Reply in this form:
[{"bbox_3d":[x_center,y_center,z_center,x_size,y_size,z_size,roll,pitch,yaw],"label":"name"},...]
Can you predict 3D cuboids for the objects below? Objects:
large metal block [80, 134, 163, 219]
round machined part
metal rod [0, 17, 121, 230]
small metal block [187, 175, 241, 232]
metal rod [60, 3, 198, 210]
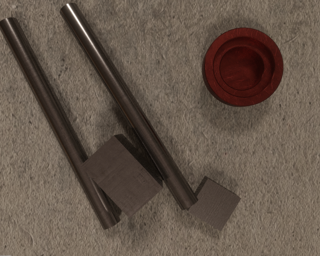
[{"bbox_3d":[-0.042,0.054,0.382,0.050,0.080,0.080,-43,90,0],"label":"large metal block"},{"bbox_3d":[0.104,-0.076,0.403,0.099,0.042,0.097,0,90,-1],"label":"round machined part"},{"bbox_3d":[-0.132,-0.005,0.408,0.025,0.025,0.299,-27,90,0],"label":"metal rod"},{"bbox_3d":[0.070,0.099,0.411,0.050,0.025,0.050,31,90,-1],"label":"small metal block"},{"bbox_3d":[-0.042,-0.030,0.399,0.025,0.025,0.299,-32,86,0],"label":"metal rod"}]
